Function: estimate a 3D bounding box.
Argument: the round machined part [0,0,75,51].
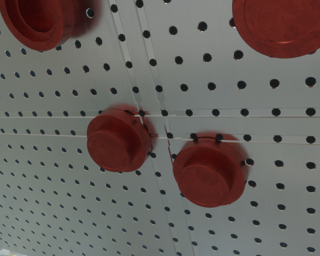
[{"bbox_3d":[-0.146,-0.149,0.383,0.098,0.042,0.097,13,124,20],"label":"round machined part"}]

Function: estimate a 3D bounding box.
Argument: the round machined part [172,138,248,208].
[{"bbox_3d":[0.062,0.065,0.407,0.098,0.042,0.097,13,124,20],"label":"round machined part"}]

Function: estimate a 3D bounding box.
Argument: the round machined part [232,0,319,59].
[{"bbox_3d":[0.113,-0.109,0.273,0.098,0.042,0.097,13,124,20],"label":"round machined part"}]

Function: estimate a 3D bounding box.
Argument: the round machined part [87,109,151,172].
[{"bbox_3d":[-0.066,0.025,0.449,0.098,0.042,0.097,13,124,20],"label":"round machined part"}]
